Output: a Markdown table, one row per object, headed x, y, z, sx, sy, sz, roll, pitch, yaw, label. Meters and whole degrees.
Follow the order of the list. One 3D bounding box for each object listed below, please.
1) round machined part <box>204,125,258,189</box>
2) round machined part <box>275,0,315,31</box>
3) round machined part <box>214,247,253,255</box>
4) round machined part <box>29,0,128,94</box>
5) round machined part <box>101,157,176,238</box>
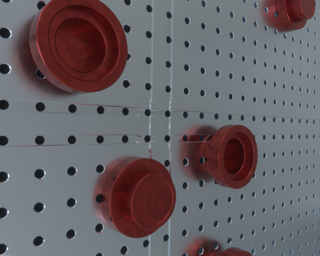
| x | y | z | sx | sy | sz | roll | pitch | yaw | label |
| --- | --- | --- | --- | --- | --- | --- | --- | --- | --- |
| 0.108 | 0.044 | 0.487 | 0.099 | 0.042 | 0.097 | 0 | 90 | -40 | round machined part |
| 0.280 | -0.251 | 0.630 | 0.099 | 0.042 | 0.097 | 0 | 90 | -40 | round machined part |
| 0.107 | 0.237 | 0.487 | 0.099 | 0.042 | 0.097 | 0 | 90 | -40 | round machined part |
| -0.086 | -0.084 | 0.325 | 0.099 | 0.042 | 0.097 | 0 | 90 | -40 | round machined part |
| -0.019 | 0.086 | 0.382 | 0.099 | 0.042 | 0.097 | 0 | 90 | -40 | round machined part |
